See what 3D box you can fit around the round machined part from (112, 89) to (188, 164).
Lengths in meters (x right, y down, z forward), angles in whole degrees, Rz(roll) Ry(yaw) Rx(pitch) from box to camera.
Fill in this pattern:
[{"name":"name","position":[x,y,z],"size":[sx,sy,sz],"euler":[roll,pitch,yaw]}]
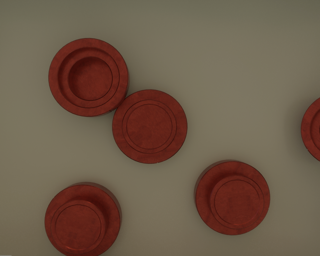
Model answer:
[{"name":"round machined part","position":[-0.013,-0.002,0.403],"size":[0.099,0.042,0.097],"euler":[0,90,-1]}]

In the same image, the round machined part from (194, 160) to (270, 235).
[{"name":"round machined part","position":[0.096,0.092,0.404],"size":[0.099,0.042,0.097],"euler":[0,90,-1]}]

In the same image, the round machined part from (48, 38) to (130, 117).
[{"name":"round machined part","position":[-0.088,-0.062,0.402],"size":[0.099,0.042,0.097],"euler":[0,90,-1]}]

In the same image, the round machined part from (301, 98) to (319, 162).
[{"name":"round machined part","position":[0.235,0.004,0.392],"size":[0.098,0.042,0.097],"euler":[-5,81,32]}]

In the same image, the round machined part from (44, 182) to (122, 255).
[{"name":"round machined part","position":[-0.101,0.122,0.402],"size":[0.099,0.042,0.097],"euler":[0,90,-1]}]
